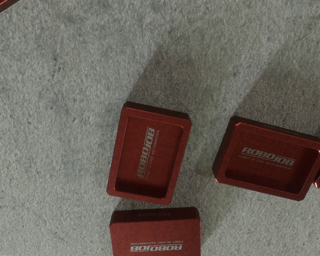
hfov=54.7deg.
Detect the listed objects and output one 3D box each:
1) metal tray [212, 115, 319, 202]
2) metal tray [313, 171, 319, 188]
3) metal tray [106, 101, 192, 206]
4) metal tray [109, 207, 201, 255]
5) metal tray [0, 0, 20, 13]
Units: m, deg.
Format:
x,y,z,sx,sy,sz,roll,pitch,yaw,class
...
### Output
x,y,z,sx,sy,sz,roll,pitch,yaw,class
0.148,0.043,0.425,0.131,0.030,0.089,14,109,-6,metal tray
0.277,0.035,0.424,0.090,0.030,0.129,21,109,-8,metal tray
-0.016,0.036,0.420,0.091,0.030,0.129,11,110,-5,metal tray
-0.005,0.169,0.469,0.131,0.030,0.089,-3,110,0,metal tray
-0.199,-0.197,0.331,0.090,0.030,0.130,-28,108,9,metal tray
